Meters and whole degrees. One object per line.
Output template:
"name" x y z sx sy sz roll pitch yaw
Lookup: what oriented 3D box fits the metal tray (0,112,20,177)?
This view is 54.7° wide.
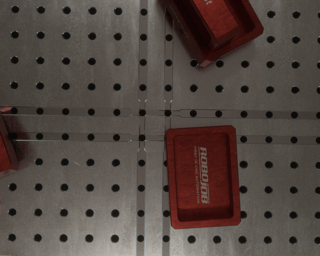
"metal tray" -0.260 0.035 0.390 0.131 0.030 0.090 -22 81 -10

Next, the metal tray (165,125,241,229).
"metal tray" 0.056 0.063 0.411 0.091 0.030 0.129 -3 90 -1

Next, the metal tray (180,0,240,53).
"metal tray" 0.043 -0.156 0.380 0.030 0.090 0.130 -31 90 1

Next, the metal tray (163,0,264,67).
"metal tray" 0.063 -0.157 0.402 0.090 0.030 0.130 -30 92 -10
